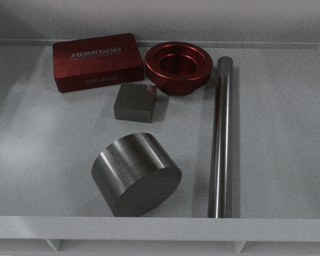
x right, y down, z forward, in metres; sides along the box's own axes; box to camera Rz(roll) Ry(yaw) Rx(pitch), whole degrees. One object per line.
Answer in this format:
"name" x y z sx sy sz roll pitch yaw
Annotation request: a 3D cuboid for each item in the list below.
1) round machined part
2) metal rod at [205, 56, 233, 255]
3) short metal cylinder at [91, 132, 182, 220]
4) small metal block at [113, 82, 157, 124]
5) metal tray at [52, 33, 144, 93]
"round machined part" 0.026 -0.085 0.462 0.099 0.042 0.098 3 46 -3
"metal rod" 0.080 0.009 0.398 0.025 0.025 0.300 7 50 5
"short metal cylinder" -0.024 0.051 0.326 0.081 0.080 0.050 -25 55 -20
"small metal block" -0.033 -0.036 0.435 0.050 0.025 0.050 7 50 5
"metal tray" -0.098 -0.105 0.489 0.131 0.030 0.090 -11 51 -9
